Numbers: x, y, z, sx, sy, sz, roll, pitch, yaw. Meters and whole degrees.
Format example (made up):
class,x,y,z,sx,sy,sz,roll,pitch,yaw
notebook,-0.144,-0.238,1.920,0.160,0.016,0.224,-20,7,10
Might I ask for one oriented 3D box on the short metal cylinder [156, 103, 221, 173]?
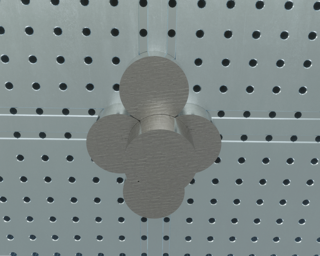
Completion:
class,x,y,z,sx,sy,sz,roll,pitch,yaw
short metal cylinder,0.035,0.013,0.404,0.081,0.050,0.079,0,110,0

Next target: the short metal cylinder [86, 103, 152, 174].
class,x,y,z,sx,sy,sz,roll,pitch,yaw
short metal cylinder,-0.050,0.012,0.404,0.081,0.050,0.079,0,110,0

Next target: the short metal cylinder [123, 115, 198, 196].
class,x,y,z,sx,sy,sz,roll,pitch,yaw
short metal cylinder,0.000,0.030,0.357,0.081,0.050,0.079,0,110,0

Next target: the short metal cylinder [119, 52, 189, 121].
class,x,y,z,sx,sy,sz,roll,pitch,yaw
short metal cylinder,-0.007,-0.051,0.381,0.081,0.050,0.079,-1,110,-1

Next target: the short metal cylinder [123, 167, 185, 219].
class,x,y,z,sx,sy,sz,roll,pitch,yaw
short metal cylinder,-0.008,0.076,0.427,0.081,0.050,0.079,0,108,-1
